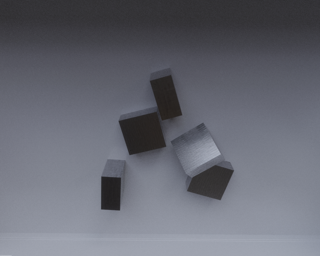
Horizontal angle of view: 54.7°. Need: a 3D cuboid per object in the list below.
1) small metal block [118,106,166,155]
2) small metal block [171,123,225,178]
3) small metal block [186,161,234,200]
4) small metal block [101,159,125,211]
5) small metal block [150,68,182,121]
[{"bbox_3d":[-0.022,0.003,0.412,0.050,0.025,0.050,-14,110,5],"label":"small metal block"},{"bbox_3d":[0.049,0.029,0.407,0.050,0.050,0.025,-31,150,10],"label":"small metal block"},{"bbox_3d":[0.069,0.068,0.437,0.050,0.025,0.050,17,109,-6],"label":"small metal block"},{"bbox_3d":[-0.064,0.077,0.426,0.025,0.050,0.050,4,110,-2],"label":"small metal block"},{"bbox_3d":[0.007,-0.043,0.382,0.025,0.050,0.050,-15,110,5],"label":"small metal block"}]
